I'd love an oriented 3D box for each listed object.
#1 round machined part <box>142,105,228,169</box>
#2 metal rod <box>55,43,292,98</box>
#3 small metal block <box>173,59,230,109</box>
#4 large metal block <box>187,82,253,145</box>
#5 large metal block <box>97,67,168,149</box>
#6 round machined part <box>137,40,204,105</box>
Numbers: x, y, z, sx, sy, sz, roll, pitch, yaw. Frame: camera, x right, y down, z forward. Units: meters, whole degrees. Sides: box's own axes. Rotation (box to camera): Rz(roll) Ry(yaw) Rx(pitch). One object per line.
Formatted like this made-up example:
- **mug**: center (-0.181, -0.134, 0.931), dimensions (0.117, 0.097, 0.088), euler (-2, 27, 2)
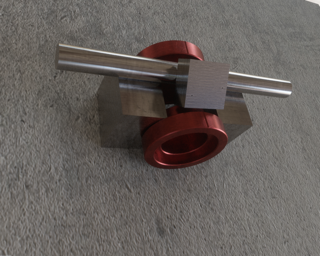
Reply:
- **round machined part**: center (0.027, 0.008, 0.367), dimensions (0.099, 0.097, 0.042), euler (4, 55, -26)
- **metal rod**: center (0.038, -0.061, 0.360), dimensions (0.302, 0.025, 0.025), euler (3, 61, -27)
- **small metal block**: center (0.045, -0.048, 0.339), dimensions (0.050, 0.025, 0.050), euler (1, 102, -26)
- **large metal block**: center (0.069, -0.021, 0.420), dimensions (0.050, 0.080, 0.080), euler (4, 60, -27)
- **large metal block**: center (-0.037, -0.028, 0.367), dimensions (0.050, 0.080, 0.080), euler (4, 60, -26)
- **round machined part**: center (0.013, -0.065, 0.405), dimensions (0.099, 0.097, 0.042), euler (4, 61, -27)
